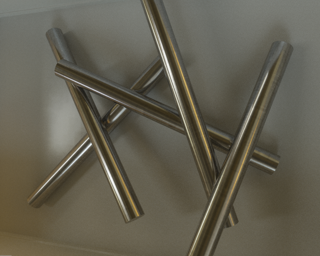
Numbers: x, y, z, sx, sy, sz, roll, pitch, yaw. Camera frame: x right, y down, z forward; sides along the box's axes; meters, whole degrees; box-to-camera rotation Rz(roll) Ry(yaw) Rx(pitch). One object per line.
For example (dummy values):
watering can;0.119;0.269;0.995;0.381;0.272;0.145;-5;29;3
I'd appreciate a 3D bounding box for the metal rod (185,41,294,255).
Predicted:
metal rod;0.081;0.039;0.331;0.025;0.025;0.299;21;78;19

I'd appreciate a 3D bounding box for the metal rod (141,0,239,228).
metal rod;0.029;-0.033;0.357;0.025;0.025;0.299;-20;86;19

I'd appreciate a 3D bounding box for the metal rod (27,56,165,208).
metal rod;-0.091;0.011;0.442;0.299;0.025;0.025;-45;76;14

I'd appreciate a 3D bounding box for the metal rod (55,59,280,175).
metal rod;0.001;-0.018;0.389;0.301;0.025;0.025;25;98;10

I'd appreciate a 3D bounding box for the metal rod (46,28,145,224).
metal rod;-0.095;-0.017;0.418;0.025;0.025;0.299;-34;70;17
